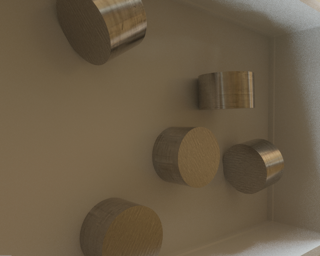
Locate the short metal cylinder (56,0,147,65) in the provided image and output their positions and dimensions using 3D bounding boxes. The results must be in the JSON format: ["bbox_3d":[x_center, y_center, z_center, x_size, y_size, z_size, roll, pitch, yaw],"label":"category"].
[{"bbox_3d":[-0.061,-0.112,0.321,0.050,0.080,0.080,-40,115,-33],"label":"short metal cylinder"}]

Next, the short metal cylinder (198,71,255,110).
[{"bbox_3d":[0.097,-0.053,0.455,0.081,0.080,0.050,-4,93,-40],"label":"short metal cylinder"}]

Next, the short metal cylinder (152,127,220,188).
[{"bbox_3d":[0.036,0.038,0.423,0.081,0.050,0.079,0,90,-40],"label":"short metal cylinder"}]

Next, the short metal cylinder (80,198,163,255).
[{"bbox_3d":[-0.044,0.125,0.356,0.081,0.050,0.079,0,90,-40],"label":"short metal cylinder"}]

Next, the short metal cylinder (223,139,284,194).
[{"bbox_3d":[0.150,0.061,0.499,0.050,0.080,0.079,-11,97,-40],"label":"short metal cylinder"}]
